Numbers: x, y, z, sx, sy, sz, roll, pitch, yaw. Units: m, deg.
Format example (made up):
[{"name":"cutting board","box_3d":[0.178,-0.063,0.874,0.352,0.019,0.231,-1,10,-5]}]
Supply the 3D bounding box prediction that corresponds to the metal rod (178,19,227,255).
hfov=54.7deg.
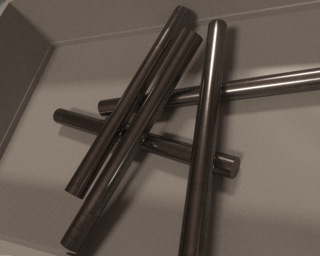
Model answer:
[{"name":"metal rod","box_3d":[0.052,-0.004,0.346,0.025,0.025,0.299,-3,60,26]}]

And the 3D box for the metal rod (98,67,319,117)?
[{"name":"metal rod","box_3d":[0.050,-0.043,0.404,0.301,0.025,0.025,-6,59,25]}]

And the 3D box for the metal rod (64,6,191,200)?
[{"name":"metal rod","box_3d":[-0.035,-0.045,0.416,0.025,0.025,0.300,18,71,34]}]

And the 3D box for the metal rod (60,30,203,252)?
[{"name":"metal rod","box_3d":[-0.030,0.010,0.381,0.025,0.025,0.299,25,81,36]}]

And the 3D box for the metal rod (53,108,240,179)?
[{"name":"metal rod","box_3d":[-0.040,0.012,0.417,0.300,0.025,0.025,15,69,33]}]
